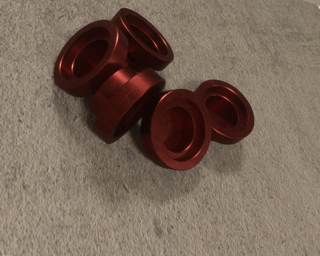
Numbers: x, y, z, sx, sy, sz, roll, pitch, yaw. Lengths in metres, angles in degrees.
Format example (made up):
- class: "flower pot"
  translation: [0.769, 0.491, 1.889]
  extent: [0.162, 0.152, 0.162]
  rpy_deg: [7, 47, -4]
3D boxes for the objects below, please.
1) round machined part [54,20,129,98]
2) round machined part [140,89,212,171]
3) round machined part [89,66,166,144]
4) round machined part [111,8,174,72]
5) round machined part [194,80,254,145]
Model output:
- class: "round machined part"
  translation: [-0.078, -0.079, 0.376]
  extent: [0.042, 0.098, 0.098]
  rpy_deg: [40, 40, -48]
- class: "round machined part"
  translation: [0.015, 0.002, 0.384]
  extent: [0.099, 0.042, 0.097]
  rpy_deg: [0, 90, -39]
- class: "round machined part"
  translation: [-0.042, -0.031, 0.355]
  extent: [0.042, 0.097, 0.099]
  rpy_deg: [42, 51, 5]
- class: "round machined part"
  translation: [-0.030, -0.117, 0.434]
  extent: [0.098, 0.042, 0.098]
  rpy_deg: [35, 31, -24]
- class: "round machined part"
  translation: [0.085, -0.019, 0.452]
  extent: [0.099, 0.042, 0.098]
  rpy_deg: [14, 56, -21]
